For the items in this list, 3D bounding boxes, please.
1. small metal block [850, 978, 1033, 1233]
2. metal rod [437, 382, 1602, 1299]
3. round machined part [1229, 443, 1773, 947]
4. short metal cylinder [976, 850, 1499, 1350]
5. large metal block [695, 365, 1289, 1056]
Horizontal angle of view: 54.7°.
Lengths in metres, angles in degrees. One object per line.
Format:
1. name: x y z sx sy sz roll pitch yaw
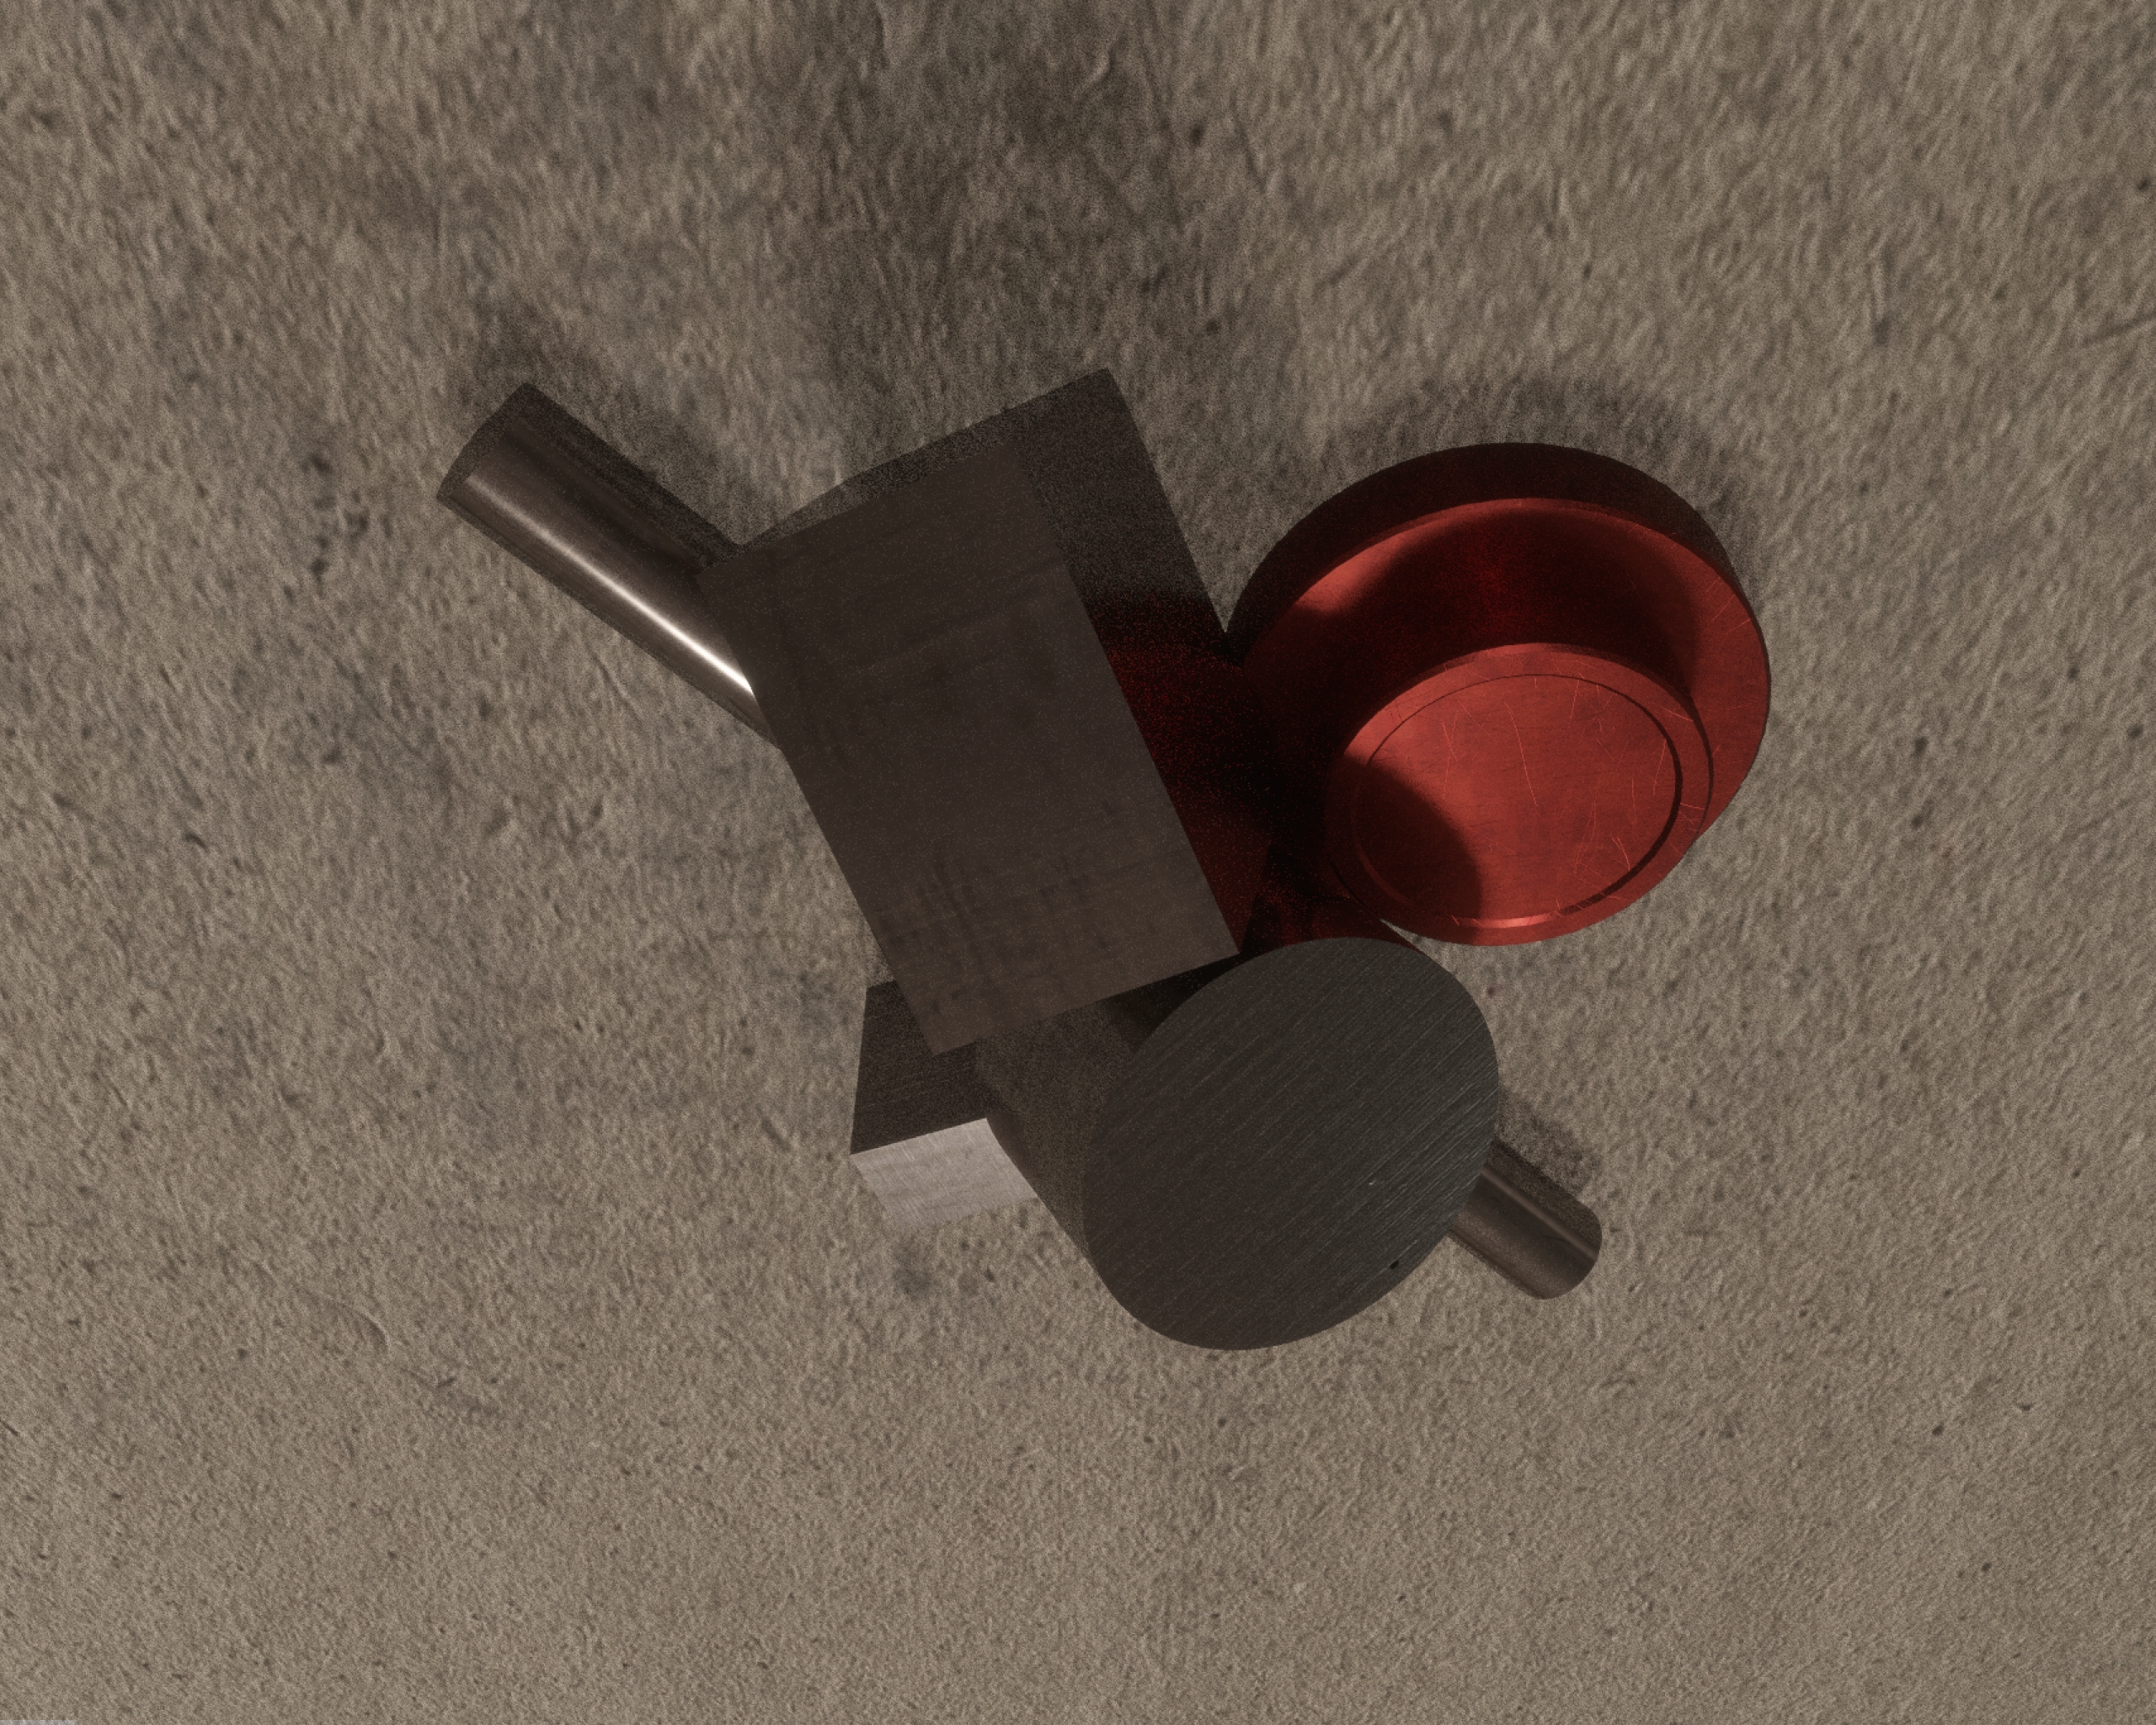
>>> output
1. small metal block: -0.017 0.043 0.430 0.050 0.050 0.025 -17 128 13
2. metal rod: 0.006 0.010 0.418 0.025 0.025 0.301 -37 122 27
3. round machined part: 0.076 -0.023 0.378 0.099 0.042 0.097 -1 130 0
4. short metal cylinder: 0.028 0.040 0.378 0.081 0.050 0.079 -10 115 -21
5. large metal block: -0.008 -0.028 0.335 0.050 0.080 0.080 -20 106 17
